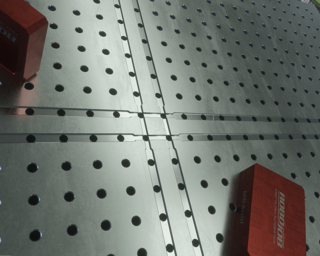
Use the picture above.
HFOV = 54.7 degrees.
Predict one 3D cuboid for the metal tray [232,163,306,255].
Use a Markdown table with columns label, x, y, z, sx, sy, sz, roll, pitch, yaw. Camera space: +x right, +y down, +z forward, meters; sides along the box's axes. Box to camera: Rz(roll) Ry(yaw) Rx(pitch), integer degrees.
| label | x | y | z | sx | sy | sz | roll | pitch | yaw |
| --- | --- | --- | --- | --- | --- | --- | --- | --- | --- |
| metal tray | 0.148 | 0.122 | 0.412 | 0.090 | 0.030 | 0.130 | 27 | 52 | -12 |

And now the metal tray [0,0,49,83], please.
| label | x | y | z | sx | sy | sz | roll | pitch | yaw |
| --- | --- | --- | --- | --- | --- | --- | --- | --- | --- |
| metal tray | -0.190 | -0.120 | 0.337 | 0.130 | 0.090 | 0.030 | 37 | 51 | -4 |
